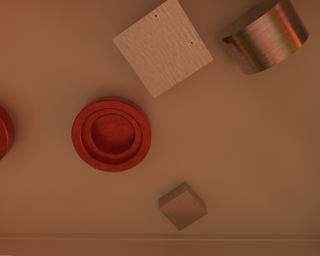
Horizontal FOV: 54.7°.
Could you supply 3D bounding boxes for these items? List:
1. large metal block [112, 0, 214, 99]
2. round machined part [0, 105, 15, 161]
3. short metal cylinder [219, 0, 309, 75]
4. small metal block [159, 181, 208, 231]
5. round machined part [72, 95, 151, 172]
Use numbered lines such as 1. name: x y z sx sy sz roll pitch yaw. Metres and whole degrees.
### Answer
1. large metal block: 0.004 -0.095 0.363 0.080 0.050 0.080 -32 107 11
2. round machined part: -0.237 0.001 0.399 0.099 0.042 0.097 0 110 -1
3. short metal cylinder: 0.114 -0.104 0.345 0.080 0.080 0.050 -35 107 12
4. small metal block: 0.033 0.115 0.454 0.050 0.025 0.050 -36 107 12
5. round machined part: -0.060 0.005 0.403 0.099 0.042 0.097 0 110 -1
